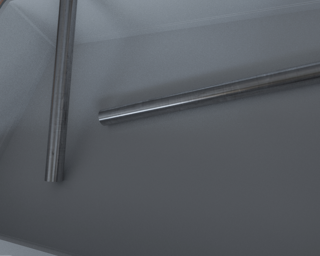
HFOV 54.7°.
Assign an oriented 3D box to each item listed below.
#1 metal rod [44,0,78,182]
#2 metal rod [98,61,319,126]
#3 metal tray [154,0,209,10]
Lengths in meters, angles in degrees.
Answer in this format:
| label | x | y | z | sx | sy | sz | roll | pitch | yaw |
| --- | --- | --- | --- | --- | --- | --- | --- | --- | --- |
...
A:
| label | x | y | z | sx | sy | sz | roll | pitch | yaw |
| --- | --- | --- | --- | --- | --- | --- | --- | --- | --- |
| metal rod | -0.142 | -0.074 | 0.449 | 0.025 | 0.025 | 0.298 | 1 | 86 | 28 |
| metal rod | 0.054 | -0.040 | 0.401 | 0.301 | 0.025 | 0.025 | -10 | 57 | 22 |
| metal tray | 0.058 | -0.256 | 0.530 | 0.130 | 0.030 | 0.090 | 0 | 62 | 28 |
